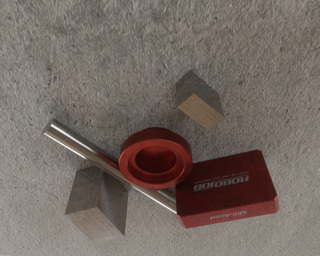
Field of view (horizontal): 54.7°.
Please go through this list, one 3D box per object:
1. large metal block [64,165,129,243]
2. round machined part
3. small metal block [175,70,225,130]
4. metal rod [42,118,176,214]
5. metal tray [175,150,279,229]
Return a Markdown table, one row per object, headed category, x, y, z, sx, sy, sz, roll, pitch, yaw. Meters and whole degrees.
| category | x | y | z | sx | sy | sz | roll | pitch | yaw |
| --- | --- | --- | --- | --- | --- | --- | --- | --- | --- |
| large metal block | -0.091 | 0.113 | 0.466 | 0.050 | 0.080 | 0.080 | -18 | 128 | 14 |
| round machined part | -0.006 | 0.037 | 0.428 | 0.099 | 0.042 | 0.097 | 0 | 130 | 0 |
| small metal block | 0.046 | -0.033 | 0.363 | 0.050 | 0.050 | 0.025 | 34 | 122 | -26 |
| metal rod | -0.040 | 0.078 | 0.473 | 0.025 | 0.025 | 0.301 | -37 | 121 | 27 |
| metal tray | 0.089 | 0.084 | 0.437 | 0.130 | 0.090 | 0.030 | -14 | 129 | 11 |
